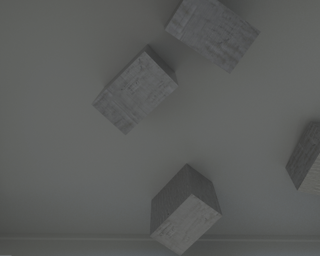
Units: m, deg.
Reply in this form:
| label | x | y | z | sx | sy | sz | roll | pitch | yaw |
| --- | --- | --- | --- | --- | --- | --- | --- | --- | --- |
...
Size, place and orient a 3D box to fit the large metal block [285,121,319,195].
| label | x | y | z | sx | sy | sz | roll | pitch | yaw |
| --- | --- | --- | --- | --- | --- | --- | --- | --- | --- |
| large metal block | 0.228 | 0.045 | 0.410 | 0.080 | 0.050 | 0.079 | 12 | 119 | -5 |

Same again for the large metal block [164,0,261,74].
| label | x | y | z | sx | sy | sz | roll | pitch | yaw |
| --- | --- | --- | --- | --- | --- | --- | --- | --- | --- |
| large metal block | 0.052 | -0.109 | 0.342 | 0.080 | 0.080 | 0.050 | 31 | 107 | -11 |

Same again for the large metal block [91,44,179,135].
| label | x | y | z | sx | sy | sz | roll | pitch | yaw |
| --- | --- | --- | --- | --- | --- | --- | --- | --- | --- |
| large metal block | -0.027 | -0.048 | 0.364 | 0.080 | 0.080 | 0.050 | -42 | 105 | 14 |

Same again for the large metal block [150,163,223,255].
| label | x | y | z | sx | sy | sz | roll | pitch | yaw |
| --- | --- | --- | --- | --- | --- | --- | --- | --- | --- |
| large metal block | 0.032 | 0.108 | 0.422 | 0.050 | 0.080 | 0.080 | 38 | 106 | -13 |
